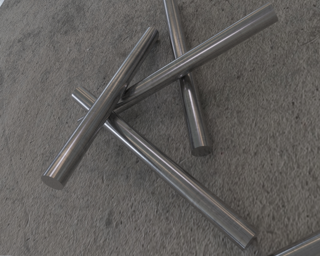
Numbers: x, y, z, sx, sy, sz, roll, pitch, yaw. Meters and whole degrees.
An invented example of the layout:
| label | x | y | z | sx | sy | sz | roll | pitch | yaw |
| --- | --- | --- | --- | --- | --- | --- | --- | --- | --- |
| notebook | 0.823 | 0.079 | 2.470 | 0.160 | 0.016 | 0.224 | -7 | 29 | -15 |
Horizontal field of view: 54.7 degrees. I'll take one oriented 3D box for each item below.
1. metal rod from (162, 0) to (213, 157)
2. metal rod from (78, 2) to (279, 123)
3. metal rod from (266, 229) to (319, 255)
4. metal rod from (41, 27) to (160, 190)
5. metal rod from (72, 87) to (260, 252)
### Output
| label | x | y | z | sx | sy | sz | roll | pitch | yaw |
| --- | --- | --- | --- | --- | --- | --- | --- | --- | --- |
| metal rod | 0.032 | -0.096 | 0.445 | 0.025 | 0.025 | 0.299 | -19 | 54 | 17 |
| metal rod | 0.008 | -0.069 | 0.412 | 0.300 | 0.025 | 0.025 | -28 | 52 | 22 |
| metal rod | 0.044 | 0.159 | 0.283 | 0.300 | 0.025 | 0.025 | -31 | 52 | 8 |
| metal rod | -0.061 | -0.049 | 0.411 | 0.025 | 0.025 | 0.301 | -1 | 44 | 28 |
| metal rod | -0.015 | 0.029 | 0.371 | 0.300 | 0.025 | 0.025 | 38 | 83 | 31 |
